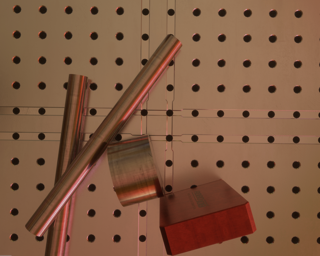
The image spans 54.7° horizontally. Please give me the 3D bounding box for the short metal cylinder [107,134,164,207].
[{"bbox_3d":[-0.029,0.052,0.386,0.050,0.080,0.080,-15,90,0],"label":"short metal cylinder"}]

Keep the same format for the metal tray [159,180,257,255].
[{"bbox_3d":[0.047,0.097,0.361,0.090,0.130,0.030,-15,90,0],"label":"metal tray"}]

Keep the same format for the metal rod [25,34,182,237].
[{"bbox_3d":[-0.067,0.004,0.397,0.025,0.025,0.300,36,84,0],"label":"metal rod"}]

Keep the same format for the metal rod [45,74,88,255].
[{"bbox_3d":[-0.128,0.079,0.412,0.025,0.025,0.298,8,90,0],"label":"metal rod"}]
